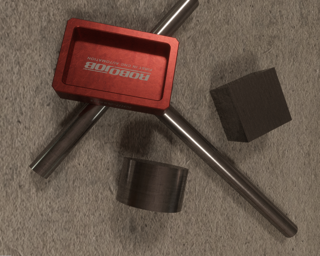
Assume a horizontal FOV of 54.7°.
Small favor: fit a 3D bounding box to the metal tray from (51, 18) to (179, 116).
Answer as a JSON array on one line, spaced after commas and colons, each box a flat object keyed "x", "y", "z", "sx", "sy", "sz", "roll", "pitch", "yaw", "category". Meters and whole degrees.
[{"x": -0.049, "y": -0.070, "z": 0.363, "sx": 0.131, "sy": 0.030, "sz": 0.090, "roll": 10, "pitch": 78, "yaw": -5, "category": "metal tray"}]

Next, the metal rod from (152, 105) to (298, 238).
[{"x": 0.099, "y": 0.064, "z": 0.447, "sx": 0.300, "sy": 0.025, "sz": 0.025, "roll": 43, "pitch": 77, "yaw": -15, "category": "metal rod"}]

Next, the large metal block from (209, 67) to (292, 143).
[{"x": 0.130, "y": -0.033, "z": 0.445, "sx": 0.081, "sy": 0.050, "sz": 0.080, "roll": -24, "pitch": 98, "yaw": -19, "category": "large metal block"}]

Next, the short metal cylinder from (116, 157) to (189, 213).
[{"x": -0.009, "y": 0.068, "z": 0.378, "sx": 0.081, "sy": 0.080, "sz": 0.050, "roll": 12, "pitch": 86, "yaw": -20, "category": "short metal cylinder"}]

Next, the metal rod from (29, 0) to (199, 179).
[{"x": -0.049, "y": -0.062, "z": 0.391, "sx": 0.025, "sy": 0.025, "sz": 0.300, "roll": 43, "pitch": 76, "yaw": -16, "category": "metal rod"}]
